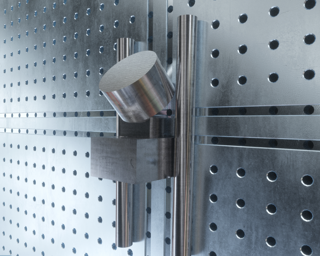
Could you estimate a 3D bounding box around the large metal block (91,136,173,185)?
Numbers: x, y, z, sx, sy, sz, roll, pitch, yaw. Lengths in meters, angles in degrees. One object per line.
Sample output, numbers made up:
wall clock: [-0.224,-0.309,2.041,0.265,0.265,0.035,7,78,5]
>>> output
large metal block: [-0.031,0.036,0.396,0.080,0.081,0.050,1,91,40]

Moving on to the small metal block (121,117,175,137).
small metal block: [-0.016,-0.001,0.406,0.050,0.050,0.025,2,92,39]

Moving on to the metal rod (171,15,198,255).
metal rod: [0.030,0.013,0.384,0.025,0.025,0.298,2,92,40]

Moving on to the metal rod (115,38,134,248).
metal rod: [-0.051,0.021,0.452,0.025,0.025,0.298,1,91,40]

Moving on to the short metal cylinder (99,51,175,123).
short metal cylinder: [-0.028,-0.052,0.388,0.080,0.050,0.080,-21,36,16]
